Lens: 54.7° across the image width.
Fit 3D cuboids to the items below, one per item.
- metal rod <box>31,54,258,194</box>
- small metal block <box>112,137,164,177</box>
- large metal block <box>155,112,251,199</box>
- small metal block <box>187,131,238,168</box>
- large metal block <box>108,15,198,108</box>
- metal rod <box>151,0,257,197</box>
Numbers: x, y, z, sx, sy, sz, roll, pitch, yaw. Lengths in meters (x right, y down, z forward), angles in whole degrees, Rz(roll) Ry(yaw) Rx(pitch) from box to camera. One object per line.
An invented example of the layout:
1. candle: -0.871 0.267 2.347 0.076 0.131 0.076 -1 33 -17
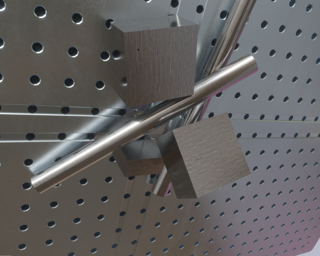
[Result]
1. metal rod: -0.017 -0.006 0.378 0.301 0.025 0.025 -30 129 -2
2. small metal block: -0.028 0.036 0.402 0.050 0.050 0.025 -2 119 -28
3. large metal block: 0.052 0.034 0.381 0.081 0.050 0.080 -18 85 -26
4. small metal block: 0.077 0.032 0.456 0.050 0.050 0.025 13 112 -34
5. large metal block: -0.008 -0.076 0.344 0.081 0.050 0.079 -13 124 -21
6. metal rod: 0.052 -0.033 0.418 0.025 0.025 0.298 9 114 -32
